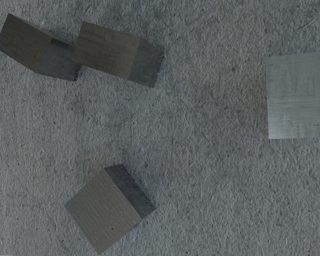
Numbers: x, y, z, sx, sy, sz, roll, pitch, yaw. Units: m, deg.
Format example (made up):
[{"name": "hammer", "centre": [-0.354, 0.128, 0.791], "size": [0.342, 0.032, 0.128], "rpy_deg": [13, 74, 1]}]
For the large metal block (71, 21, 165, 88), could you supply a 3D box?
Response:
[{"name": "large metal block", "centre": [-0.051, -0.091, 0.398], "size": [0.080, 0.080, 0.050], "rpy_deg": [21, 97, 19]}]

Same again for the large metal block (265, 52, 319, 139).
[{"name": "large metal block", "centre": [0.141, -0.030, 0.330], "size": [0.050, 0.080, 0.080], "rpy_deg": [-2, 89, 20]}]

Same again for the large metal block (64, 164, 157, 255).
[{"name": "large metal block", "centre": [-0.067, 0.107, 0.419], "size": [0.080, 0.050, 0.080], "rpy_deg": [-43, 77, 15]}]

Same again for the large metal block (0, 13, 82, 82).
[{"name": "large metal block", "centre": [-0.164, -0.111, 0.438], "size": [0.080, 0.080, 0.050], "rpy_deg": [31, 100, 17]}]
